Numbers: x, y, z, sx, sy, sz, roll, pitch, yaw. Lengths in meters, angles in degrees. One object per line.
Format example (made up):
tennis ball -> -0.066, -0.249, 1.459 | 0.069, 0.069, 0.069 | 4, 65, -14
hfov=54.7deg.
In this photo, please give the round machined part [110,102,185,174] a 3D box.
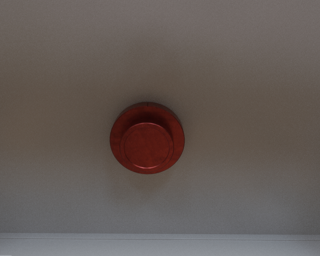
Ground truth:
round machined part -> -0.017, 0.018, 0.405 | 0.099, 0.042, 0.097 | 0, 110, -1
